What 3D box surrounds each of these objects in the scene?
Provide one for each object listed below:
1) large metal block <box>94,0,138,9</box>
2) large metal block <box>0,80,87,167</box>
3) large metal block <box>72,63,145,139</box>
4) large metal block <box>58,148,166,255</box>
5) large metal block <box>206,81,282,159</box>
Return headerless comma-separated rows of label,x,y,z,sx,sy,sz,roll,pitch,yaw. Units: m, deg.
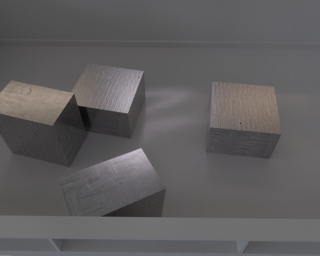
large metal block,-0.085,-0.292,0.636,0.080,0.050,0.080,11,51,9
large metal block,-0.142,-0.004,0.371,0.080,0.080,0.050,12,51,10
large metal block,-0.069,-0.038,0.420,0.080,0.050,0.080,9,51,7
large metal block,-0.045,0.075,0.302,0.081,0.080,0.050,-19,53,-21
large metal block,0.103,-0.011,0.399,0.080,0.050,0.080,6,50,5
